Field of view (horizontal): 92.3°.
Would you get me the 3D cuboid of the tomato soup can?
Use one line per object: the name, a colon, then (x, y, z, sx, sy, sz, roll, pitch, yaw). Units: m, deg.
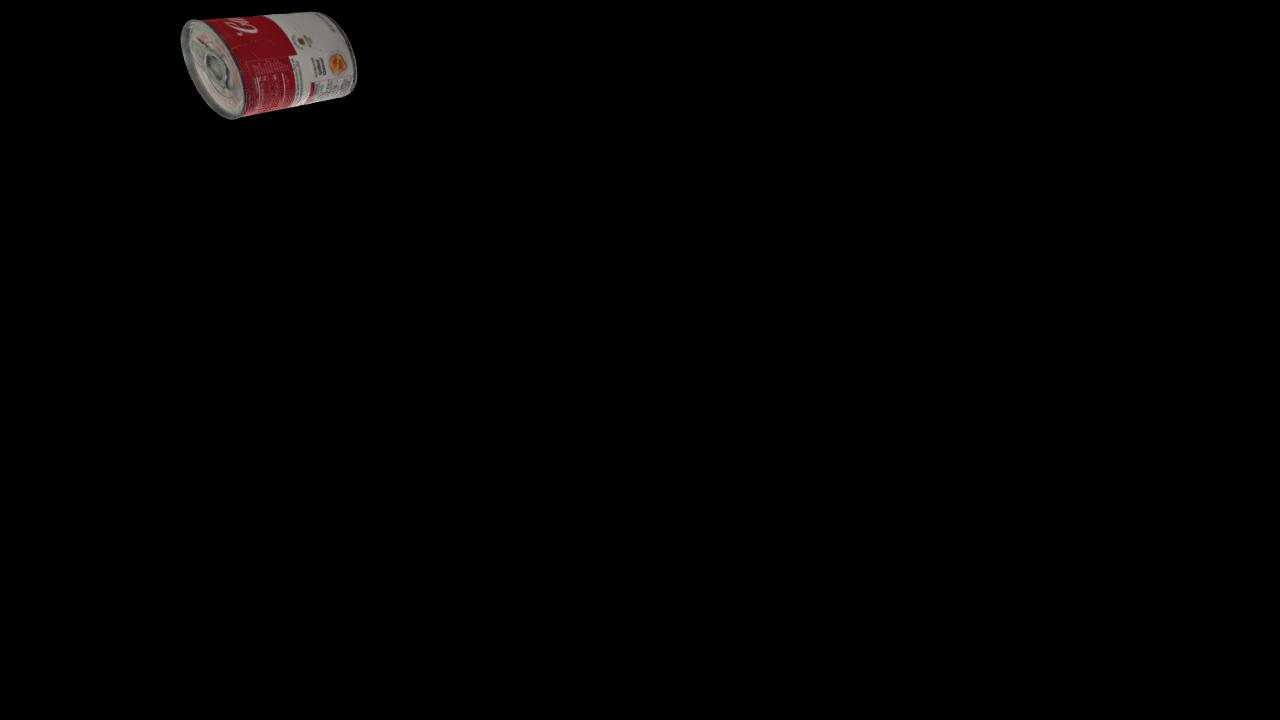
tomato soup can: (-0.286, -0.233, 0.483, 0.068, 0.068, 0.101, 0, 28, 35)
